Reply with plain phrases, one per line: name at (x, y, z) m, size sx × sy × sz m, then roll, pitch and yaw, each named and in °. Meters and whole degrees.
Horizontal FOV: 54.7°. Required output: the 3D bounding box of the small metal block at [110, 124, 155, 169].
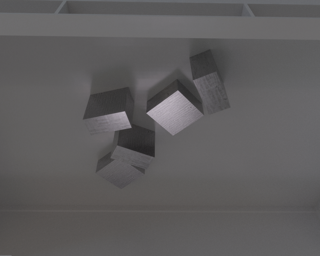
small metal block at (-0.035, 0.022, 0.411) m, size 0.050 × 0.050 × 0.025 m, roll 20°, pitch 127°, yaw -16°

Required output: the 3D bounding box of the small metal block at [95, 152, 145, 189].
small metal block at (-0.058, 0.058, 0.458) m, size 0.050 × 0.025 × 0.050 m, roll -35°, pitch 122°, yaw 26°

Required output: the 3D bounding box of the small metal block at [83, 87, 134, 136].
small metal block at (-0.060, -0.021, 0.374) m, size 0.050 × 0.050 × 0.025 m, roll -11°, pitch 129°, yaw 9°

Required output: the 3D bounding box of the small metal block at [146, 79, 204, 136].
small metal block at (0.019, -0.025, 0.388) m, size 0.050 × 0.025 × 0.050 m, roll -34°, pitch 122°, yaw 25°

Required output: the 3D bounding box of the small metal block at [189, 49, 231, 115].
small metal block at (0.056, -0.052, 0.349) m, size 0.025 × 0.050 × 0.050 m, roll -20°, pitch 128°, yaw 16°
